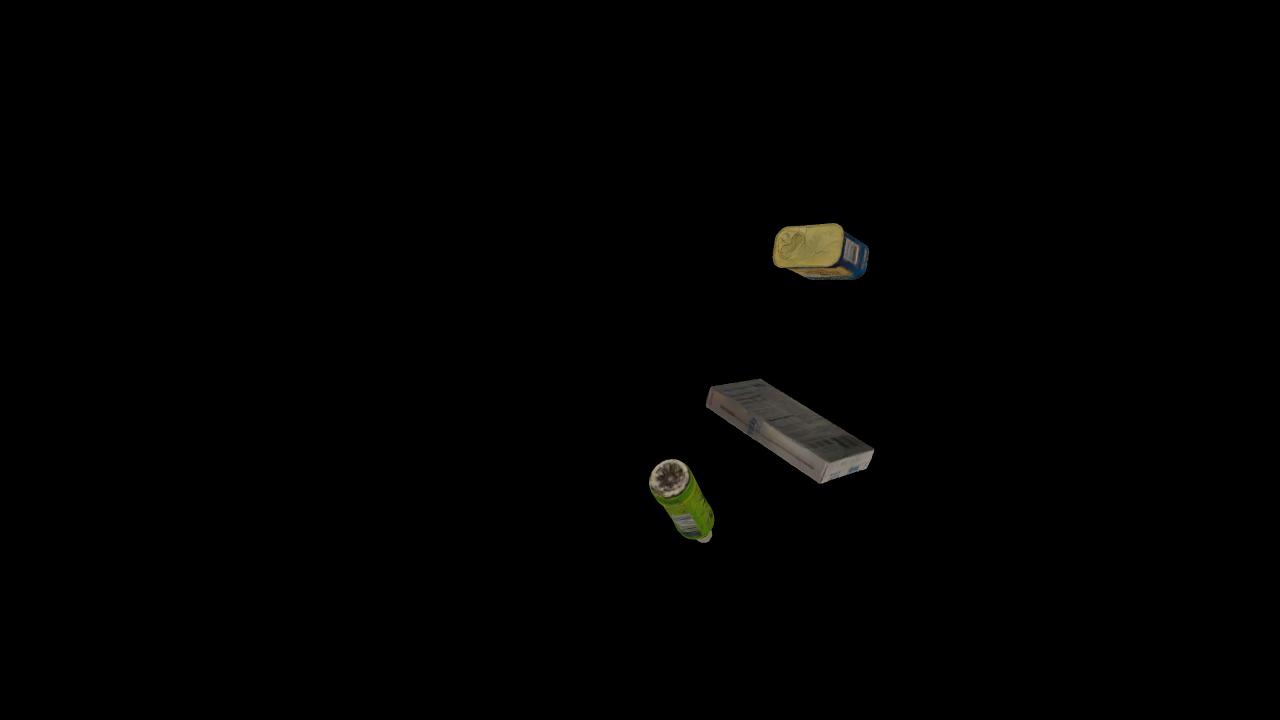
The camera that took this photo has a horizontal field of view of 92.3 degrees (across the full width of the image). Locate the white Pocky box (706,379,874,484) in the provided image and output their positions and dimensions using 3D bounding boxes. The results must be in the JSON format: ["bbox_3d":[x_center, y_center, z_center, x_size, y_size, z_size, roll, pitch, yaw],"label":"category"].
[{"bbox_3d":[0.148,0.066,0.620,0.084,0.028,0.154,-5,28,-39],"label":"white Pocky box"}]

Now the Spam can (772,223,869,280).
[{"bbox_3d":[0.246,-0.143,0.834,0.101,0.058,0.085,8,-3,45],"label":"Spam can"}]

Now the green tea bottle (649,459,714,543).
[{"bbox_3d":[0.077,0.242,1.001,0.073,0.073,0.212,0,-39,22],"label":"green tea bottle"}]
